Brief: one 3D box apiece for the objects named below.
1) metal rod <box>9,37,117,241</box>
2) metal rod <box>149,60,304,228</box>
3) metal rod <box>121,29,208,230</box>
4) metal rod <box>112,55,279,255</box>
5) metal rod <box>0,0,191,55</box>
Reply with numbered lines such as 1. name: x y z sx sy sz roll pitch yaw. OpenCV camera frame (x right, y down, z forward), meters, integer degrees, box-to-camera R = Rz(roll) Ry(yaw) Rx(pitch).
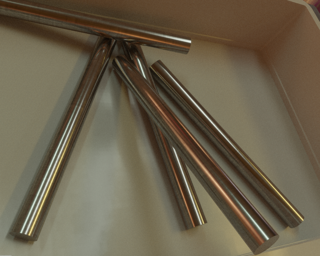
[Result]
1. metal rod: -0.097 -0.021 0.366 0.025 0.025 0.300 23 53 -15
2. metal rod: 0.091 0.019 0.444 0.300 0.025 0.025 48 51 5
3. metal rod: -0.004 -0.016 0.414 0.025 0.025 0.299 -6 65 -31
4. metal rod: 0.015 0.001 0.341 0.025 0.025 0.300 -7 42 -32
5. metal rod: -0.104 -0.139 0.408 0.302 0.025 0.025 8 58 -15
